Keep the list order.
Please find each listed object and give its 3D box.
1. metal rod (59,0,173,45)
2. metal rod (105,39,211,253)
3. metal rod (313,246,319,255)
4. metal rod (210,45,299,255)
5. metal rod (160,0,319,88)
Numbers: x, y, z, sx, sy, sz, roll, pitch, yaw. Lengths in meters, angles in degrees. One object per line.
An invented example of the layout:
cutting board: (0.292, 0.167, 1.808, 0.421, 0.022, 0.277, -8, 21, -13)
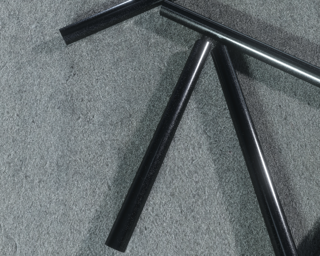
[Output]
metal rod: (-0.010, -0.200, 0.480, 0.302, 0.025, 0.025, -27, 72, -10)
metal rod: (0.005, 0.009, 0.404, 0.025, 0.025, 0.300, 21, 71, 7)
metal rod: (0.197, 0.143, 0.356, 0.025, 0.025, 0.301, 41, 75, 13)
metal rod: (0.117, 0.025, 0.399, 0.025, 0.025, 0.299, -12, 70, -4)
metal rod: (0.137, -0.116, 0.451, 0.301, 0.025, 0.025, 28, 72, 9)
